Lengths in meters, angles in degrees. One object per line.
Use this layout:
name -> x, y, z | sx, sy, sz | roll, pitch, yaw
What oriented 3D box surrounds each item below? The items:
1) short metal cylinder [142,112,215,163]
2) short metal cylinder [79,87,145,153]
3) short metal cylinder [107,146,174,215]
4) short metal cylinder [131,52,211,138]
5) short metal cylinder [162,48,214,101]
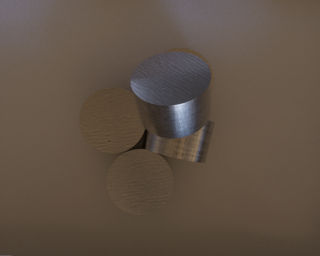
short metal cylinder -> 0.023, 0.009, 0.383 | 0.080, 0.080, 0.050 | 13, 90, -1
short metal cylinder -> -0.057, -0.010, 0.396 | 0.081, 0.050, 0.079 | 0, 90, -1
short metal cylinder -> -0.024, 0.065, 0.397 | 0.081, 0.050, 0.079 | 0, 90, -1
short metal cylinder -> 0.013, -0.036, 0.327 | 0.080, 0.050, 0.080 | -4, 50, 5
short metal cylinder -> 0.025, -0.057, 0.398 | 0.081, 0.050, 0.079 | 0, 90, -1
